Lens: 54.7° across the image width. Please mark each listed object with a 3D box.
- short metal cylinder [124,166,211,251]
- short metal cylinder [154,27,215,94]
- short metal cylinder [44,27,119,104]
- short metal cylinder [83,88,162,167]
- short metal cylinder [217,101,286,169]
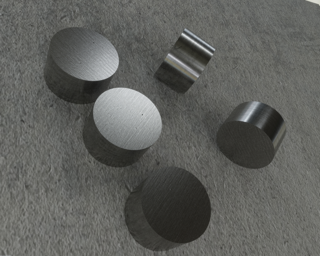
[{"bbox_3d":[0.008,0.088,0.338,0.081,0.050,0.080,14,56,-21],"label":"short metal cylinder"},{"bbox_3d":[0.035,-0.096,0.446,0.050,0.080,0.080,34,51,-7],"label":"short metal cylinder"},{"bbox_3d":[-0.097,-0.076,0.382,0.081,0.050,0.080,14,56,-21],"label":"short metal cylinder"},{"bbox_3d":[-0.045,0.000,0.364,0.081,0.050,0.080,14,56,-21],"label":"short metal cylinder"},{"bbox_3d":[0.127,0.010,0.430,0.080,0.080,0.050,43,51,1],"label":"short metal cylinder"}]
